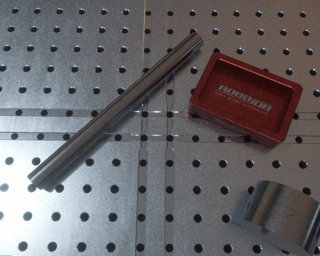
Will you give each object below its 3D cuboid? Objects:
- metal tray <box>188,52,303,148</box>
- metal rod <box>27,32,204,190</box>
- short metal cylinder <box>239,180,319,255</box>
[{"bbox_3d":[0.115,-0.040,0.424,0.130,0.030,0.090,24,72,8],"label":"metal tray"},{"bbox_3d":[-0.050,-0.032,0.422,0.025,0.025,0.301,43,75,14],"label":"metal rod"},{"bbox_3d":[0.137,0.101,0.346,0.080,0.080,0.050,29,73,10],"label":"short metal cylinder"}]
